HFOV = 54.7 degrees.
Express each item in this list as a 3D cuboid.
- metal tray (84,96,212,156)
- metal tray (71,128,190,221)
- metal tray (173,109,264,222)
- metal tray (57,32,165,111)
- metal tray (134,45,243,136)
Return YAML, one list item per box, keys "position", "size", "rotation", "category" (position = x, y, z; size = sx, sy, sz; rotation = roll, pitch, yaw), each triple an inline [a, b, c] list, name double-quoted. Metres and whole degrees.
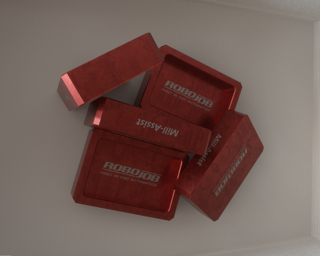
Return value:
- position: [-0.018, 0.000, 0.367]
  size: [0.131, 0.090, 0.030]
  rotation: [17, 85, -20]
  category: "metal tray"
- position: [-0.035, 0.059, 0.393]
  size: [0.131, 0.030, 0.090]
  rotation: [17, 84, -20]
  category: "metal tray"
- position: [0.084, 0.051, 0.417]
  size: [0.130, 0.030, 0.090]
  rotation: [-53, 135, -12]
  category: "metal tray"
- position: [-0.060, -0.054, 0.330]
  size: [0.091, 0.130, 0.030]
  rotation: [-31, 101, -17]
  category: "metal tray"
- position: [0.040, -0.043, 0.422]
  size: [0.131, 0.030, 0.090]
  rotation: [22, 83, -19]
  category: "metal tray"
